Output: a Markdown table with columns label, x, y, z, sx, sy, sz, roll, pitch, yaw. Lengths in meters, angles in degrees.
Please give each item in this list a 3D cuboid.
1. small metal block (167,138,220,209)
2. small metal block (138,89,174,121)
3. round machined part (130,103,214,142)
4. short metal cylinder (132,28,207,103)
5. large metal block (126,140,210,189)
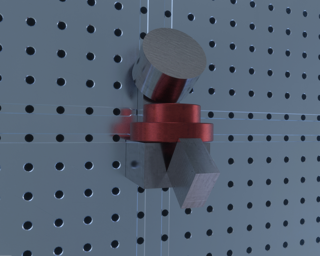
| label | x | y | z | sx | sy | sz | roll | pitch | yaw |
| --- | --- | --- | --- | --- | --- | --- | --- | --- | --- |
| small metal block | 0.032 | 0.045 | 0.315 | 0.025 | 0.050 | 0.050 | 1 | 128 | -21 |
| small metal block | -0.002 | -0.031 | 0.412 | 0.050 | 0.025 | 0.050 | 1 | 90 | -21 |
| round machined part | 0.014 | -0.006 | 0.369 | 0.099 | 0.098 | 0.042 | 1 | 90 | -20 |
| short metal cylinder | 0.011 | -0.077 | 0.386 | 0.081 | 0.050 | 0.080 | 10 | 57 | -15 |
| large metal block | 0.007 | 0.041 | 0.386 | 0.081 | 0.080 | 0.050 | 1 | 90 | -20 |
